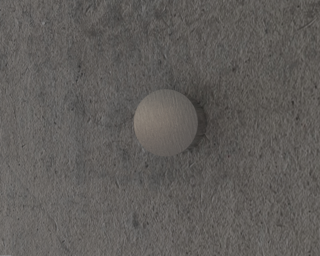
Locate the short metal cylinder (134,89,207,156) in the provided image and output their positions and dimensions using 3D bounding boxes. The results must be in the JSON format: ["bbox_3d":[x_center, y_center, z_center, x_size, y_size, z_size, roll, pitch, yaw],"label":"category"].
[{"bbox_3d":[0.014,-0.006,0.391,0.080,0.050,0.080,0,90,20],"label":"short metal cylinder"}]
